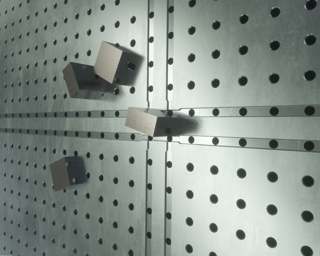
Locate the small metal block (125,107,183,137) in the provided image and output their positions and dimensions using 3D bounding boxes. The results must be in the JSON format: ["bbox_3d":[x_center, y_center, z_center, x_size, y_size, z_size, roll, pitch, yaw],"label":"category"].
[{"bbox_3d":[-0.008,-0.008,0.401,0.050,0.050,0.025,20,103,38],"label":"small metal block"}]

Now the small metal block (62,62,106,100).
[{"bbox_3d":[-0.121,-0.074,0.495,0.025,0.050,0.050,-34,69,35],"label":"small metal block"}]

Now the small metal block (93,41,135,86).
[{"bbox_3d":[-0.071,-0.098,0.469,0.050,0.025,0.050,34,111,35],"label":"small metal block"}]

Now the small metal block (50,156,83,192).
[{"bbox_3d":[-0.167,0.081,0.549,0.050,0.025,0.050,-25,74,37],"label":"small metal block"}]
